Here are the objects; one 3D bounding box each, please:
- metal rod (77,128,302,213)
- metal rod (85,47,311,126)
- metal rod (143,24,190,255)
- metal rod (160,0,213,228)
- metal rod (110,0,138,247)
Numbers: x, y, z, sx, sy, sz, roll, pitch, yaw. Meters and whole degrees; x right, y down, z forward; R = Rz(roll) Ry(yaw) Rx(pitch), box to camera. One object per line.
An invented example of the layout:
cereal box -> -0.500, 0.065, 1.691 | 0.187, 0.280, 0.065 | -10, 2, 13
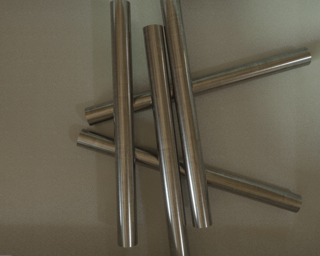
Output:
metal rod -> 0.039, 0.057, 0.411 | 0.302, 0.025, 0.025 | 17, 90, -1
metal rod -> 0.050, -0.055, 0.412 | 0.302, 0.025, 0.025 | -16, 90, -1
metal rod -> 0.009, 0.023, 0.385 | 0.025, 0.025, 0.298 | -7, 90, 0
metal rod -> 0.032, -0.027, 0.385 | 0.025, 0.025, 0.298 | -8, 90, 0
metal rod -> -0.045, -0.006, 0.384 | 0.025, 0.025, 0.298 | -2, 90, -1
